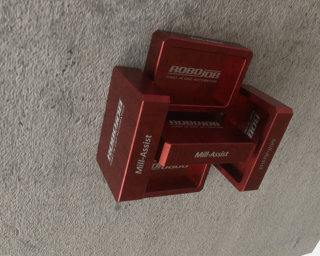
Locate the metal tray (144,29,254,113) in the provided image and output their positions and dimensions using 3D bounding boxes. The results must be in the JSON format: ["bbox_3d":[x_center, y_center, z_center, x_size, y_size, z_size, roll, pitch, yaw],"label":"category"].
[{"bbox_3d":[0.045,-0.066,0.389,0.131,0.030,0.089,0,121,-29],"label":"metal tray"}]

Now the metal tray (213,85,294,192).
[{"bbox_3d":[0.122,0.013,0.441,0.030,0.090,0.129,1,118,-29],"label":"metal tray"}]

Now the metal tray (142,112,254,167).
[{"bbox_3d":[0.042,0.009,0.396,0.131,0.090,0.030,1,119,-29],"label":"metal tray"}]

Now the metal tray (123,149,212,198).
[{"bbox_3d":[0.013,0.053,0.447,0.131,0.030,0.089,0,117,-29],"label":"metal tray"}]

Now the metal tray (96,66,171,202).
[{"bbox_3d":[-0.036,0.006,0.350,0.030,0.090,0.129,1,119,-29],"label":"metal tray"}]
